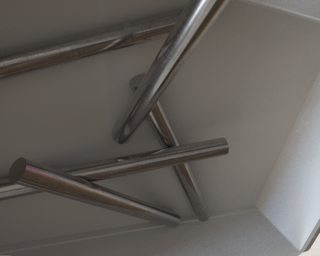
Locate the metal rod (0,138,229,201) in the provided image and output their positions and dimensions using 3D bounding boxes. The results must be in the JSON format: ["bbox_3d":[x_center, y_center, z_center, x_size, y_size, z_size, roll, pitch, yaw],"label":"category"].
[{"bbox_3d":[-0.054,0.049,0.389,0.302,0.025,0.025,-9,123,-16],"label":"metal rod"}]

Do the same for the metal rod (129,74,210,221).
[{"bbox_3d":[0.026,0.049,0.455,0.025,0.025,0.299,-32,129,-8],"label":"metal rod"}]

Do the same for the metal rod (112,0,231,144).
[{"bbox_3d":[0.010,-0.061,0.275,0.025,0.025,0.298,-3,153,-28],"label":"metal rod"}]

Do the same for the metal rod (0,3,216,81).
[{"bbox_3d":[-0.077,-0.084,0.315,0.302,0.025,0.025,-20,126,-17],"label":"metal rod"}]

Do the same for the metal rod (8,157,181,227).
[{"bbox_3d":[-0.055,0.097,0.405,0.025,0.025,0.301,-48,140,5],"label":"metal rod"}]
